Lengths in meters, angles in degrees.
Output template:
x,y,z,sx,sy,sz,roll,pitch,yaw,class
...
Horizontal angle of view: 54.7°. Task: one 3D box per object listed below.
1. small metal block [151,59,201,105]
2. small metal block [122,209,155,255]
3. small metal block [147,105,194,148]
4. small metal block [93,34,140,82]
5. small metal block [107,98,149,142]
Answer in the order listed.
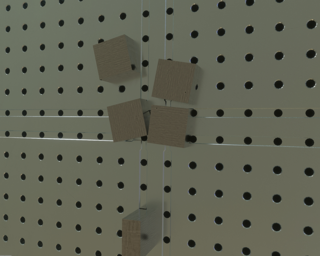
x,y,z,sx,sy,sz,roll,pitch,yaw,class
0.021,-0.060,0.405,0.050,0.025,0.050,13,94,19,small metal block
-0.027,0.139,0.408,0.025,0.050,0.050,1,90,20,small metal block
0.014,-0.003,0.407,0.050,0.025,0.050,8,93,19,small metal block
-0.061,-0.096,0.433,0.050,0.025,0.050,-13,86,19,small metal block
-0.041,-0.010,0.426,0.050,0.025,0.050,-13,86,19,small metal block
